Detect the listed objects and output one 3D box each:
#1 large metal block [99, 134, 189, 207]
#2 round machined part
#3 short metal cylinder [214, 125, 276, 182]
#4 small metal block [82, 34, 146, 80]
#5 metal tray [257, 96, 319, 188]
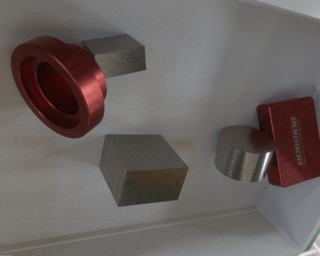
[{"bbox_3d":[-0.023,0.050,0.393,0.081,0.080,0.050,1,118,-29],"label":"large metal block"},{"bbox_3d":[-0.091,-0.042,0.297,0.042,0.098,0.097,-45,139,-40],"label":"round machined part"},{"bbox_3d":[0.127,0.037,0.468,0.081,0.080,0.050,-8,122,-25],"label":"short metal cylinder"},{"bbox_3d":[-0.048,-0.075,0.321,0.050,0.050,0.025,-16,125,-20],"label":"small metal block"},{"bbox_3d":[0.209,0.020,0.494,0.091,0.030,0.129,-11,93,-21],"label":"metal tray"}]
